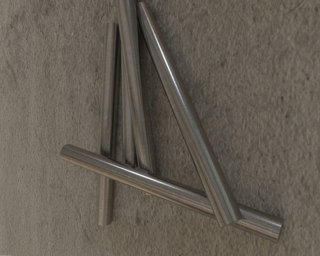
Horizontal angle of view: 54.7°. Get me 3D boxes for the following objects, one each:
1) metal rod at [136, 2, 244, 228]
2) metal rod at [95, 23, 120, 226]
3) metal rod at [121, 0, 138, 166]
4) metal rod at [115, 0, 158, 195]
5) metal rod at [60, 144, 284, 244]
[{"bbox_3d":[0.022,-0.035,0.364,0.025,0.025,0.299,-37,61,33],"label":"metal rod"},{"bbox_3d":[-0.078,-0.004,0.466,0.025,0.025,0.298,5,93,39],"label":"metal rod"},{"bbox_3d":[-0.042,-0.095,0.437,0.025,0.025,0.298,-2,89,39],"label":"metal rod"},{"bbox_3d":[-0.032,-0.062,0.407,0.025,0.025,0.298,-6,93,39],"label":"metal rod"},{"bbox_3d":[-0.008,0.069,0.378,0.300,0.025,0.025,15,100,29],"label":"metal rod"}]
